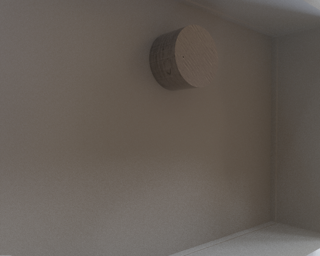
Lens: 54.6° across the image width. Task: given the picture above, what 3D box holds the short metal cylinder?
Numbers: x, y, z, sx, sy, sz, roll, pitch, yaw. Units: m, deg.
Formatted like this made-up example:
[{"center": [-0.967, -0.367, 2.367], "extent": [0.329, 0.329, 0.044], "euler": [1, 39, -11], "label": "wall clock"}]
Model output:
[{"center": [0.033, -0.092, 0.416], "extent": [0.081, 0.050, 0.080], "euler": [0, 90, -40], "label": "short metal cylinder"}]
